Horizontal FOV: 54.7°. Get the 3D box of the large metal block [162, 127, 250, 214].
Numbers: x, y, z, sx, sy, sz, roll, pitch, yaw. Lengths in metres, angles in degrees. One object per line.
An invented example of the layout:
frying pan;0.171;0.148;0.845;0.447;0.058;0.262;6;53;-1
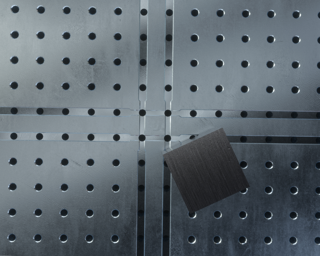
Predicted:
large metal block;0.056;0.052;0.402;0.080;0.050;0.080;-25;90;-1
